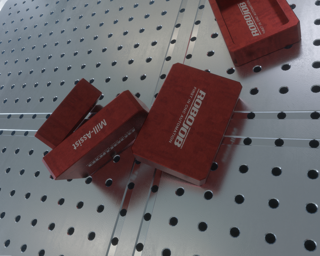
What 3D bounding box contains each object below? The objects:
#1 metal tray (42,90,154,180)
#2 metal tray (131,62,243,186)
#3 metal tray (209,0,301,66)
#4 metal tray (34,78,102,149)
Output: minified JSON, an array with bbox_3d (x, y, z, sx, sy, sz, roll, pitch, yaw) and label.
[{"bbox_3d":[-0.070,0.013,0.392,0.130,0.090,0.030,-39,78,4],"label":"metal tray"},{"bbox_3d":[0.034,-0.008,0.373,0.090,0.030,0.130,21,71,13],"label":"metal tray"},{"bbox_3d":[0.127,-0.157,0.434,0.090,0.030,0.130,-21,54,15],"label":"metal tray"},{"bbox_3d":[-0.124,-0.016,0.431,0.090,0.030,0.130,-53,11,-10],"label":"metal tray"}]
